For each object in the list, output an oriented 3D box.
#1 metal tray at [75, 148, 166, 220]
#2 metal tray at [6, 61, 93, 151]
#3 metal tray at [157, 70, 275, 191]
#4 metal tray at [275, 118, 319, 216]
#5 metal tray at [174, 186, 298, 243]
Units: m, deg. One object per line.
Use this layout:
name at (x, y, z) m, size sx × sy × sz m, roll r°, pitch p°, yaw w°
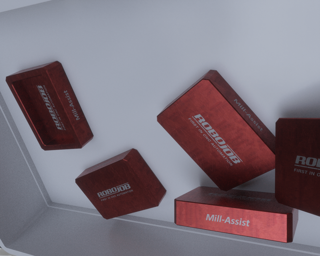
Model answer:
metal tray at (-0.065, 0.094, 0.496) m, size 0.130 × 0.030 × 0.090 m, roll -25°, pitch 105°, yaw 36°
metal tray at (-0.167, -0.029, 0.472) m, size 0.090 × 0.030 × 0.129 m, roll -5°, pitch 116°, yaw 30°
metal tray at (0.071, 0.007, 0.372) m, size 0.130 × 0.030 × 0.090 m, roll 47°, pitch 129°, yaw -6°
metal tray at (0.162, 0.036, 0.275) m, size 0.130 × 0.030 × 0.089 m, roll -175°, pitch 85°, yaw -65°
metal tray at (0.094, 0.099, 0.375) m, size 0.130 × 0.090 × 0.030 m, roll 0°, pitch 91°, yaw 27°
